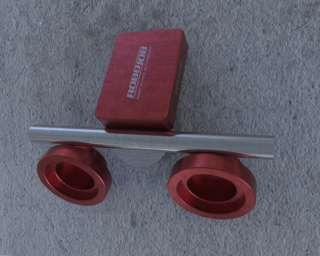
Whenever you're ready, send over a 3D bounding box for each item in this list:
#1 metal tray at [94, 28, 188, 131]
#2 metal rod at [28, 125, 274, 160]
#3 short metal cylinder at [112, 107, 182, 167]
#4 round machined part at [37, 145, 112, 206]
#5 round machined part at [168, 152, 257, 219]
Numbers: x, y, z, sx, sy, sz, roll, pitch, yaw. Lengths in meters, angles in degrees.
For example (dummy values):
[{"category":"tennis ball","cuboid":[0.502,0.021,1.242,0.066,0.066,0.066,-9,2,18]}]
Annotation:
[{"category":"metal tray","cuboid":[-0.020,-0.062,0.385,0.090,0.030,0.130,2,65,19]},{"category":"metal rod","cuboid":[-0.026,0.014,0.366,0.301,0.025,0.025,3,91,19]},{"category":"short metal cylinder","cuboid":[-0.017,0.008,0.402,0.080,0.050,0.079,0,90,19]},{"category":"round machined part","cuboid":[-0.111,0.059,0.422,0.098,0.042,0.097,9,131,11]},{"category":"round machined part","cuboid":[0.061,0.062,0.360,0.098,0.042,0.097,10,136,11]}]
